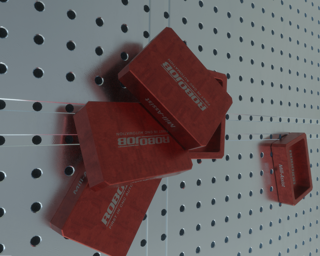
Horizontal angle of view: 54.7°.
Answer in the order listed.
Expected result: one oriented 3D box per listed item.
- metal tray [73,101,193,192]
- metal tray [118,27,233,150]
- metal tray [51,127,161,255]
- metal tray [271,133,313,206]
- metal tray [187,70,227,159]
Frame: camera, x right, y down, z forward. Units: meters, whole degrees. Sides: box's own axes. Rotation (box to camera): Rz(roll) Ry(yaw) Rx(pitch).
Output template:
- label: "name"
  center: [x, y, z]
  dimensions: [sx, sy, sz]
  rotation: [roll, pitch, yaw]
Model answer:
- label: "metal tray"
  center: [-0.026, 0.017, 0.360]
  dimensions: [0.131, 0.030, 0.090]
  rotation: [-3, 70, -44]
- label: "metal tray"
  center: [0.024, -0.048, 0.382]
  dimensions: [0.130, 0.030, 0.090]
  rotation: [46, 58, -14]
- label: "metal tray"
  center: [-0.053, 0.075, 0.363]
  dimensions: [0.090, 0.030, 0.130]
  rotation: [40, 65, -33]
- label: "metal tray"
  center: [0.275, 0.082, 0.640]
  dimensions: [0.091, 0.030, 0.129]
  rotation: [-20, 103, -38]
- label: "metal tray"
  center: [0.057, -0.020, 0.455]
  dimensions: [0.091, 0.030, 0.129]
  rotation: [4, 87, -40]
